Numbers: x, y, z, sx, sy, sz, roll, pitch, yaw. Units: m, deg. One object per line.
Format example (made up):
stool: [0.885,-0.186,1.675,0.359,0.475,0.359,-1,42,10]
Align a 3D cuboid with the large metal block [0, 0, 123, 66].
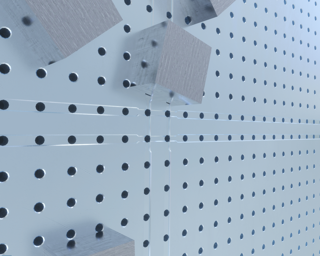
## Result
large metal block: [-0.098,-0.120,0.309,0.080,0.050,0.080,-46,118,-30]

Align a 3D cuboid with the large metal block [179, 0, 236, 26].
large metal block: [0.067,-0.209,0.448,0.080,0.050,0.080,-47,118,-30]

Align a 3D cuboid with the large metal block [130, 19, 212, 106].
large metal block: [0.016,-0.080,0.405,0.080,0.050,0.080,19,78,-38]

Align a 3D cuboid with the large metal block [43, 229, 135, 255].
large metal block: [-0.074,0.163,0.331,0.081,0.050,0.080,-3,92,-40]
